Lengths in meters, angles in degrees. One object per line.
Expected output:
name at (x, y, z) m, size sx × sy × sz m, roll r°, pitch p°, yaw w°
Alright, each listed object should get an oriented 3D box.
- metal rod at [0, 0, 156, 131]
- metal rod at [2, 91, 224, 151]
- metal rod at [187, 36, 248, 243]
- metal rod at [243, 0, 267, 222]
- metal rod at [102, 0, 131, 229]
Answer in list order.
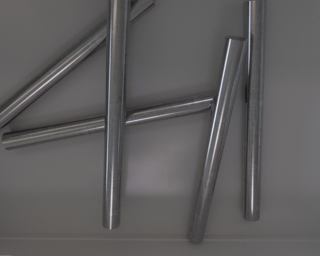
metal rod at (-0.132, -0.066, 0.385) m, size 0.300 × 0.025 × 0.025 m, roll -35°, pitch 107°, yaw 12°
metal rod at (-0.057, -0.010, 0.406) m, size 0.302 × 0.025 × 0.025 m, roll -11°, pitch 110°, yaw 4°
metal rod at (0.069, 0.034, 0.405) m, size 0.025 × 0.025 × 0.298 m, roll 5°, pitch 117°, yaw -2°
metal rod at (0.123, -0.008, 0.409) m, size 0.025 × 0.025 × 0.298 m, roll -5°, pitch 110°, yaw 1°
metal rod at (-0.055, -0.006, 0.380) m, size 0.025 × 0.025 × 0.298 m, roll 4°, pitch 110°, yaw -2°
